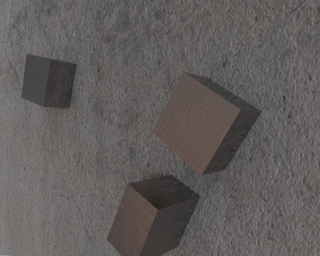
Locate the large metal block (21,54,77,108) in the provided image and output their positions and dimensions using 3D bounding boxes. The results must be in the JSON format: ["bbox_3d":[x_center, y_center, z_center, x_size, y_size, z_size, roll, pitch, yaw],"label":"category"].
[{"bbox_3d":[-0.200,-0.084,0.554,0.080,0.050,0.079,19,102,38],"label":"large metal block"}]

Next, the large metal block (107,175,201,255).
[{"bbox_3d":[-0.007,0.109,0.375,0.050,0.081,0.079,33,110,35],"label":"large metal block"}]

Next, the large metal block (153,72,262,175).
[{"bbox_3d":[0.050,-0.006,0.347,0.080,0.050,0.079,40,115,32],"label":"large metal block"}]
